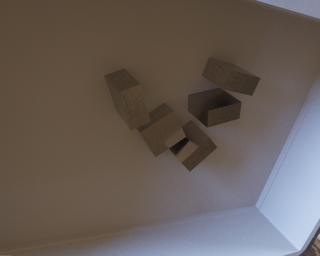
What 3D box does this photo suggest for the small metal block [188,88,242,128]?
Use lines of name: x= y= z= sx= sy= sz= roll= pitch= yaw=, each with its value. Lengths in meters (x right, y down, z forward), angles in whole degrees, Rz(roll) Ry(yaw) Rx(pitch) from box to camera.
small metal block: x=0.072 y=-0.029 z=0.416 sx=0.050 sy=0.050 sz=0.025 roll=-15 pitch=125 yaw=-21

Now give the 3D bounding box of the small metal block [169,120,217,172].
small metal block: x=0.042 y=0.024 z=0.433 sx=0.050 sy=0.050 sz=0.025 roll=-42 pitch=130 yaw=0

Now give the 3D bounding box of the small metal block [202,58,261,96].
small metal block: x=0.092 y=-0.067 z=0.403 sx=0.050 sy=0.050 sz=0.025 roll=7 pitch=115 yaw=-32

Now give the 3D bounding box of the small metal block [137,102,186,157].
small metal block: x=0.000 y=0.003 z=0.412 sx=0.050 sy=0.025 sz=0.050 roll=-34 pitch=129 yaw=-6

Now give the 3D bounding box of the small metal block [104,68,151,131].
small metal block: x=-0.037 y=-0.033 z=0.353 sx=0.025 sy=0.050 sz=0.050 roll=-25 pitch=128 yaw=-14
